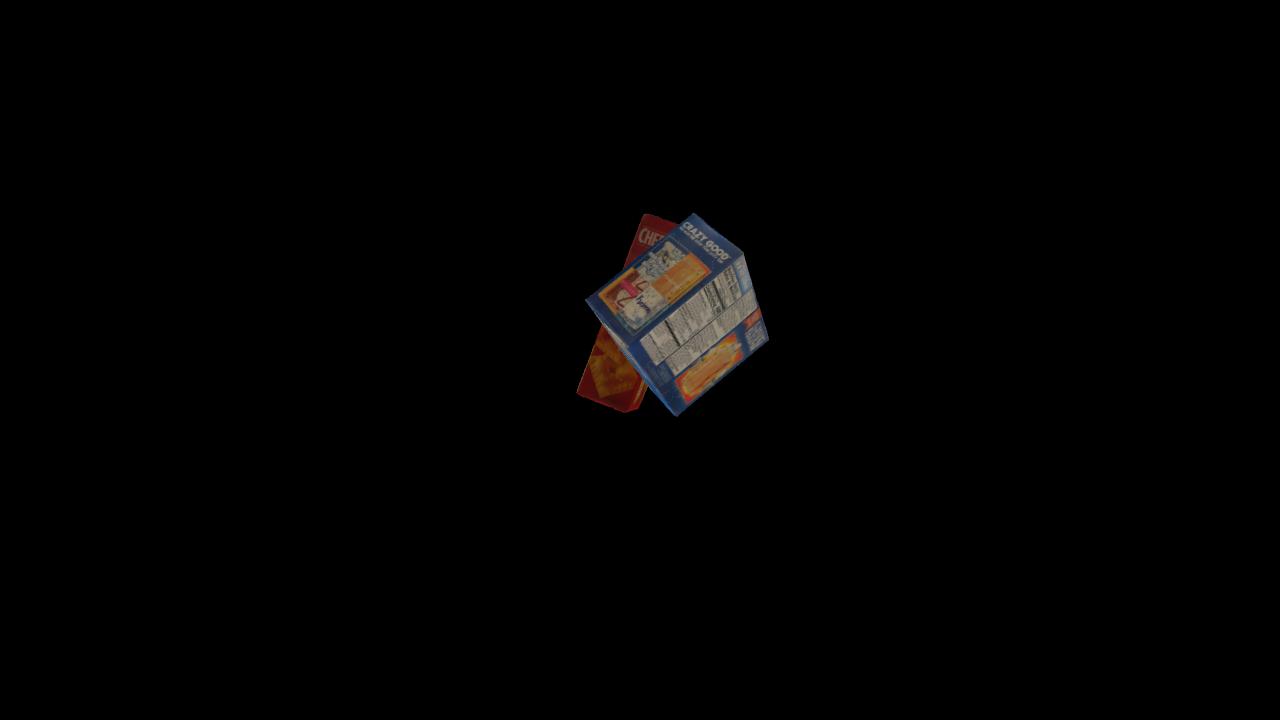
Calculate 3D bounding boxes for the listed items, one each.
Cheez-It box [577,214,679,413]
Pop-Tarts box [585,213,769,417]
[{"bbox_3d":[0.002,-0.049,0.764,0.071,0.223,0.166,21,-1,5],"label":"Cheez-It box"},{"bbox_3d":[0.046,-0.041,0.644,0.083,0.141,0.167,49,-3,33],"label":"Pop-Tarts box"}]
